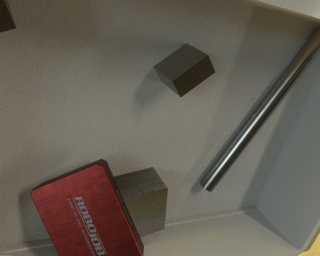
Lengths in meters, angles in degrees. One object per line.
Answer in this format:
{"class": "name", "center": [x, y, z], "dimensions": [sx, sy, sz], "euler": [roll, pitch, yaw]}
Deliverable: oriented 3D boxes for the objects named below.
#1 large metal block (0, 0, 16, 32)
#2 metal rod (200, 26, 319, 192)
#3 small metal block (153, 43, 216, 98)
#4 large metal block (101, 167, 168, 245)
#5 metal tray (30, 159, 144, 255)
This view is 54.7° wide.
{"class": "large metal block", "center": [-0.160, -0.095, 0.227], "dimensions": [0.081, 0.080, 0.050], "euler": [-22, 127, -15]}
{"class": "metal rod", "center": [0.160, -0.023, 0.484], "dimensions": [0.025, 0.025, 0.299], "euler": [26, 104, -38]}
{"class": "small metal block", "center": [0.028, -0.069, 0.366], "dimensions": [0.050, 0.050, 0.025], "euler": [-37, 130, -4]}
{"class": "large metal block", "center": [-0.038, 0.111, 0.442], "dimensions": [0.081, 0.050, 0.079], "euler": [-11, 123, -23]}
{"class": "metal tray", "center": [-0.085, 0.114, 0.375], "dimensions": [0.090, 0.030, 0.129], "euler": [-23, 94, 1]}
